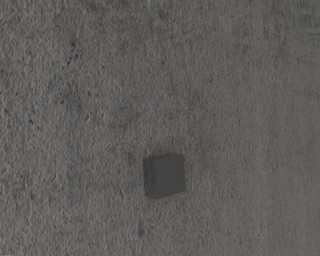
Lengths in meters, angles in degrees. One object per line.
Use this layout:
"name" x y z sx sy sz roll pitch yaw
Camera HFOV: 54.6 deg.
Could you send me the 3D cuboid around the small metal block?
"small metal block" 0.006 0.062 0.409 0.050 0.025 0.050 -6 94 -40
